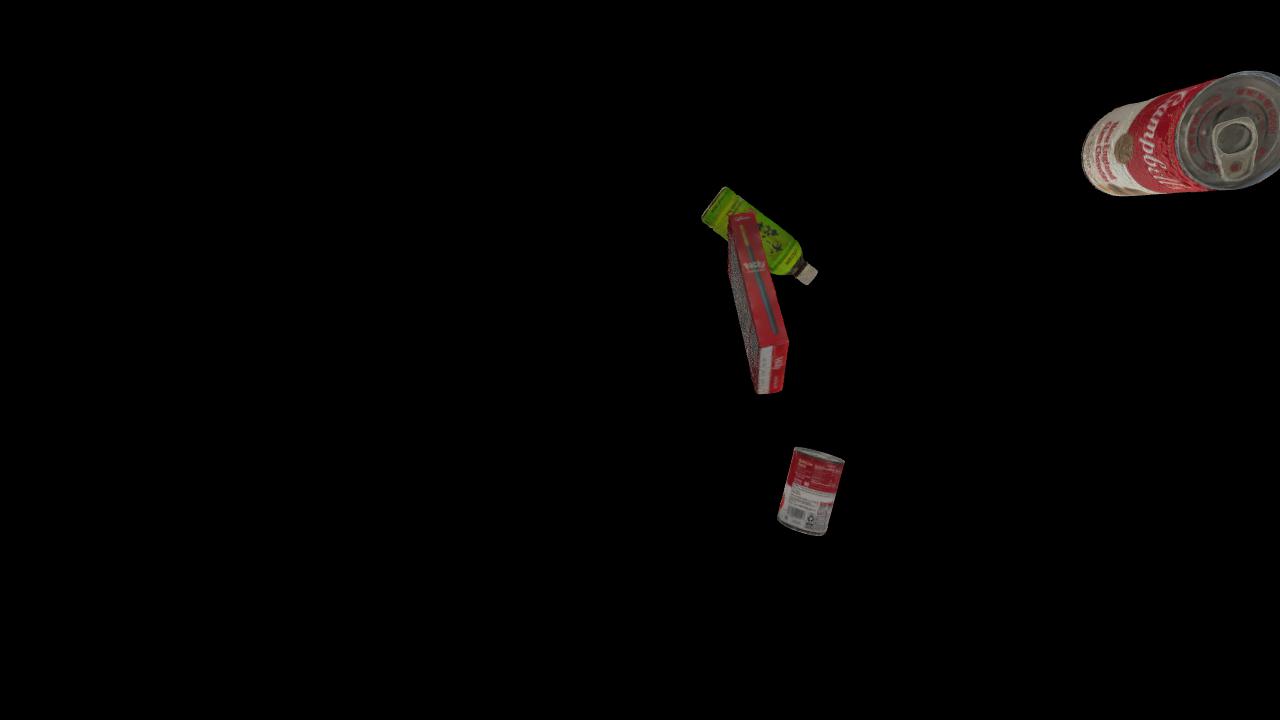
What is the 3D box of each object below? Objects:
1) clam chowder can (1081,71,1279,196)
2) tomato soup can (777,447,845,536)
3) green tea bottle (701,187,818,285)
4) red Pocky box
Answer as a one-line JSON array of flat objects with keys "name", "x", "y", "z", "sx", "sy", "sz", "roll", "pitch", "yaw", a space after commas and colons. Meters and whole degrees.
[{"name": "clam chowder can", "x": 0.359, "y": -0.146, "z": 0.411, "sx": 0.068, "sy": 0.068, "sz": 0.102, "roll": 0, "pitch": 12, "yaw": 7}, {"name": "tomato soup can", "x": 0.228, "y": 0.174, "z": 0.821, "sx": 0.068, "sy": 0.101, "sz": 0.068, "roll": 13, "pitch": 2, "yaw": -1}, {"name": "green tea bottle", "x": 0.203, "y": -0.199, "z": 1.025, "sx": 0.212, "sy": 0.073, "sz": 0.073, "roll": 37, "pitch": -3, "yaw": -3}, {"name": "red Pocky box", "x": 0.107, "y": -0.055, "z": 0.570, "sx": 0.028, "sy": 0.155, "sz": 0.083, "roll": -9, "pitch": -33, "yaw": 4}]
